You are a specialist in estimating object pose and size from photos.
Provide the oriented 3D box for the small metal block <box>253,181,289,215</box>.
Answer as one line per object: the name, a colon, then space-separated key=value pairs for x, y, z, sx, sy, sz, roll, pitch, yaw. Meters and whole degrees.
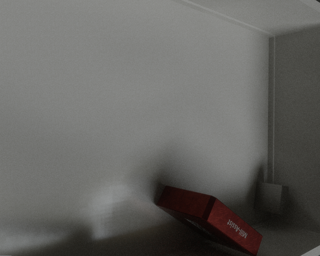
small metal block: x=0.202 y=0.127 z=0.564 sx=0.025 sy=0.050 sz=0.050 roll=16 pitch=80 yaw=-39

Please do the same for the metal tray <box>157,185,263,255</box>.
metal tray: x=0.069 y=0.127 z=0.424 sx=0.130 sy=0.090 sz=0.030 roll=42 pitch=65 yaw=-33
